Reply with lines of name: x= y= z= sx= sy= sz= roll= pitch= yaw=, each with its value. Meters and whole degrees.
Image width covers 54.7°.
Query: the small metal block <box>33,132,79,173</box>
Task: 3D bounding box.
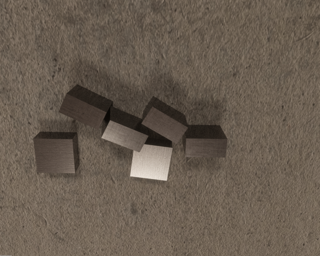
small metal block: x=-0.139 y=0.033 z=0.420 sx=0.050 sy=0.025 sz=0.050 roll=1 pitch=110 yaw=-1

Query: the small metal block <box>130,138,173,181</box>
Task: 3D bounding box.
small metal block: x=-0.012 y=0.042 z=0.425 sx=0.050 sy=0.025 sz=0.050 roll=8 pitch=110 yaw=-4

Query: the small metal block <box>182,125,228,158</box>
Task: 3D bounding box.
small metal block: x=0.057 y=0.016 z=0.403 sx=0.050 sy=0.050 sz=0.025 roll=1 pitch=110 yaw=-1

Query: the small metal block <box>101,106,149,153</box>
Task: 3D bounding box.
small metal block: x=-0.045 y=0.001 z=0.393 sx=0.050 sy=0.050 sz=0.025 roll=23 pitch=108 yaw=-18

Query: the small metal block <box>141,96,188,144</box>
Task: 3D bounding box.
small metal block: x=0.006 y=-0.011 z=0.392 sx=0.050 sy=0.050 sz=0.025 roll=30 pitch=107 yaw=-11

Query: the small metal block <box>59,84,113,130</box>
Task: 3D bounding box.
small metal block: x=-0.090 y=-0.027 z=0.385 sx=0.050 sy=0.050 sz=0.025 roll=26 pitch=108 yaw=-9
